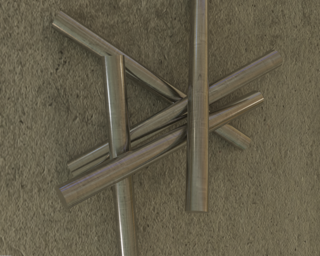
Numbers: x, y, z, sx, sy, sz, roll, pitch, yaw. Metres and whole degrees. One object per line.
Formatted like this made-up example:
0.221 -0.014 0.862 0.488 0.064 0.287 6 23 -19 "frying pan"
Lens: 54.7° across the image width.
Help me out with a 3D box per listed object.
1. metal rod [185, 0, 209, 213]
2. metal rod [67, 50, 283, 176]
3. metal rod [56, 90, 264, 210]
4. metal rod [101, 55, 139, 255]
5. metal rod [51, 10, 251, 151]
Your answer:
0.047 -0.052 0.376 0.025 0.025 0.299 11 67 -20 "metal rod"
0.025 -0.022 0.393 0.301 0.025 0.025 -29 100 -9 "metal rod"
0.024 0.012 0.372 0.302 0.025 0.025 -25 99 -31 "metal rod"
-0.043 0.068 0.364 0.025 0.025 0.298 -8 103 -20 "metal rod"
0.001 -0.053 0.409 0.301 0.025 0.025 32 80 -17 "metal rod"
